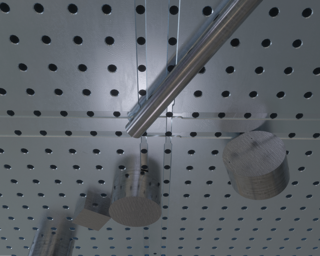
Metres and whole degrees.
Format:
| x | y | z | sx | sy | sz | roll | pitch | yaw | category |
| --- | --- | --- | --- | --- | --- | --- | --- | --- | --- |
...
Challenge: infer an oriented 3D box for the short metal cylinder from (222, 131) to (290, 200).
| x | y | z | sx | sy | sz | roll | pitch | yaw | category |
| --- | --- | --- | --- | --- | --- | --- | --- | --- | --- |
| 0.130 | 0.049 | 0.419 | 0.080 | 0.080 | 0.050 | -16 | 128 | 13 | short metal cylinder |

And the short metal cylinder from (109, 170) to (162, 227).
| x | y | z | sx | sy | sz | roll | pitch | yaw | category |
| --- | --- | --- | --- | --- | --- | --- | --- | --- | --- |
| -0.038 | 0.113 | 0.491 | 0.081 | 0.050 | 0.079 | 0 | 130 | 0 | short metal cylinder |

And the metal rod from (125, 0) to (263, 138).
| x | y | z | sx | sy | sz | roll | pitch | yaw | category |
| --- | --- | --- | --- | --- | --- | --- | --- | --- | --- |
| 0.051 | -0.089 | 0.336 | 0.025 | 0.025 | 0.299 | 28 | 125 | -22 | metal rod |

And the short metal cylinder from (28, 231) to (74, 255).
| x | y | z | sx | sy | sz | roll | pitch | yaw | category |
| --- | --- | --- | --- | --- | --- | --- | --- | --- | --- |
| -0.212 | 0.245 | 0.602 | 0.081 | 0.050 | 0.079 | 0 | 130 | 0 | short metal cylinder |

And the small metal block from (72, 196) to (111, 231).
| x | y | z | sx | sy | sz | roll | pitch | yaw | category |
| --- | --- | --- | --- | --- | --- | --- | --- | --- | --- |
| -0.117 | 0.149 | 0.538 | 0.050 | 0.025 | 0.050 | 26 | 125 | -21 | small metal block |
